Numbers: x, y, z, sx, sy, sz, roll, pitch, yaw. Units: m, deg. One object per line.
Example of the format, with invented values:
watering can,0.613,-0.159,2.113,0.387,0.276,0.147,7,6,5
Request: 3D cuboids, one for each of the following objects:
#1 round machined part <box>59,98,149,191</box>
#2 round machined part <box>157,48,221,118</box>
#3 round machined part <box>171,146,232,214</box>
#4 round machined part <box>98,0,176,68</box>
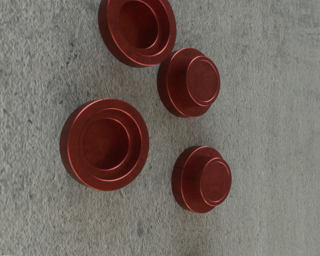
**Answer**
round machined part,-0.063,0.017,0.341,0.099,0.042,0.097,0,90,-40
round machined part,0.047,-0.063,0.433,0.099,0.042,0.097,0,90,-40
round machined part,0.067,0.075,0.449,0.099,0.042,0.097,0,90,-40
round machined part,-0.030,-0.120,0.368,0.099,0.042,0.097,0,90,-40
